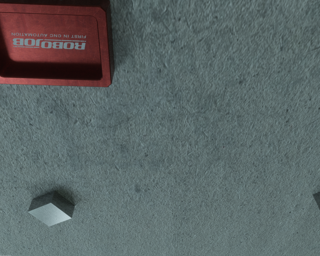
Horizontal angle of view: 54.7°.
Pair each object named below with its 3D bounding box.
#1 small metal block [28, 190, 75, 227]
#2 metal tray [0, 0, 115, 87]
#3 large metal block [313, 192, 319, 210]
[{"bbox_3d":[-0.182,0.136,0.521,0.050,0.025,0.050,-24,127,18],"label":"small metal block"},{"bbox_3d":[-0.117,-0.090,0.325,0.131,0.030,0.089,2,130,-2],"label":"metal tray"},{"bbox_3d":[0.304,0.132,0.486,0.080,0.080,0.050,-35,122,26],"label":"large metal block"}]
